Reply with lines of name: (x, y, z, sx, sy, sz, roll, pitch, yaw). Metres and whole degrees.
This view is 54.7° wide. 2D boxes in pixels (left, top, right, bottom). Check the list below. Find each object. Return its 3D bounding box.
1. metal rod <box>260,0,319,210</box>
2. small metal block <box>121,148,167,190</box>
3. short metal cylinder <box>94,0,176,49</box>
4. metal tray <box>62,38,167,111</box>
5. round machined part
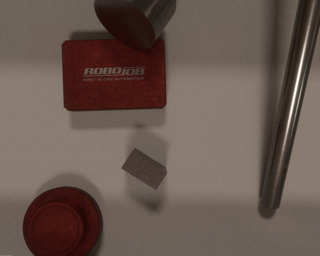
metal rod: (0.153, -0.036, 0.358, 0.025, 0.025, 0.298, 2, 113, -1)
small metal block: (-0.019, 0.051, 0.399, 0.050, 0.050, 0.025, 32, 90, -1)
short metal cylinder: (-0.028, -0.139, 0.360, 0.080, 0.080, 0.050, 31, 71, -1)
metal tray: (-0.058, -0.069, 0.408, 0.131, 0.030, 0.089, -2, 90, -1)
round machined part: (-0.127, 0.126, 0.396, 0.099, 0.042, 0.097, 0, 83, 0)
